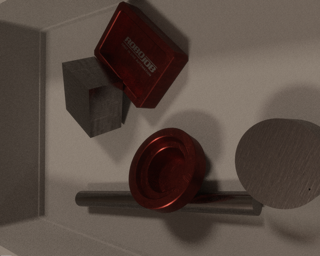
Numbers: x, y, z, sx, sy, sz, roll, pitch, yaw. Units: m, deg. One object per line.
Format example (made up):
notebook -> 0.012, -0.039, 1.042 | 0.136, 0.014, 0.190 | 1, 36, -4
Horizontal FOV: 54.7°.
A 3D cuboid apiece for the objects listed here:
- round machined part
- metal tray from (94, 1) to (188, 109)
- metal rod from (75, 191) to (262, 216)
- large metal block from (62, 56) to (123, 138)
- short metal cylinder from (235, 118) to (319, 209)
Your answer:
round machined part -> 0.013, 0.052, 0.368 | 0.098, 0.042, 0.098 | -22, 52, 32
metal tray -> -0.032, -0.100, 0.427 | 0.130, 0.030, 0.090 | 51, 119, 27
metal rod -> -0.014, 0.097, 0.416 | 0.300, 0.025, 0.025 | -9, 84, 39
large metal block -> -0.097, -0.046, 0.447 | 0.080, 0.050, 0.079 | 42, 139, 36
short metal cylinder -> 0.119, 0.031, 0.292 | 0.080, 0.050, 0.079 | 0, 90, 39
